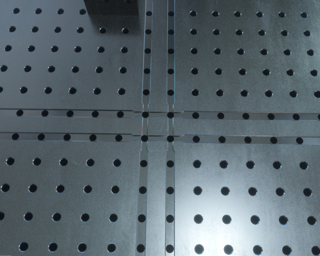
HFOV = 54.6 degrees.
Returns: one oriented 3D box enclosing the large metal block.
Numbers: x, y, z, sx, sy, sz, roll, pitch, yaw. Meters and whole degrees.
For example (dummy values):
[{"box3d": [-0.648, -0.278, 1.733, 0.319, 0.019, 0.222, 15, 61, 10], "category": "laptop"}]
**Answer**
[{"box3d": [-0.072, -0.225, 0.480, 0.080, 0.050, 0.080, 2, 70, 1], "category": "large metal block"}]
